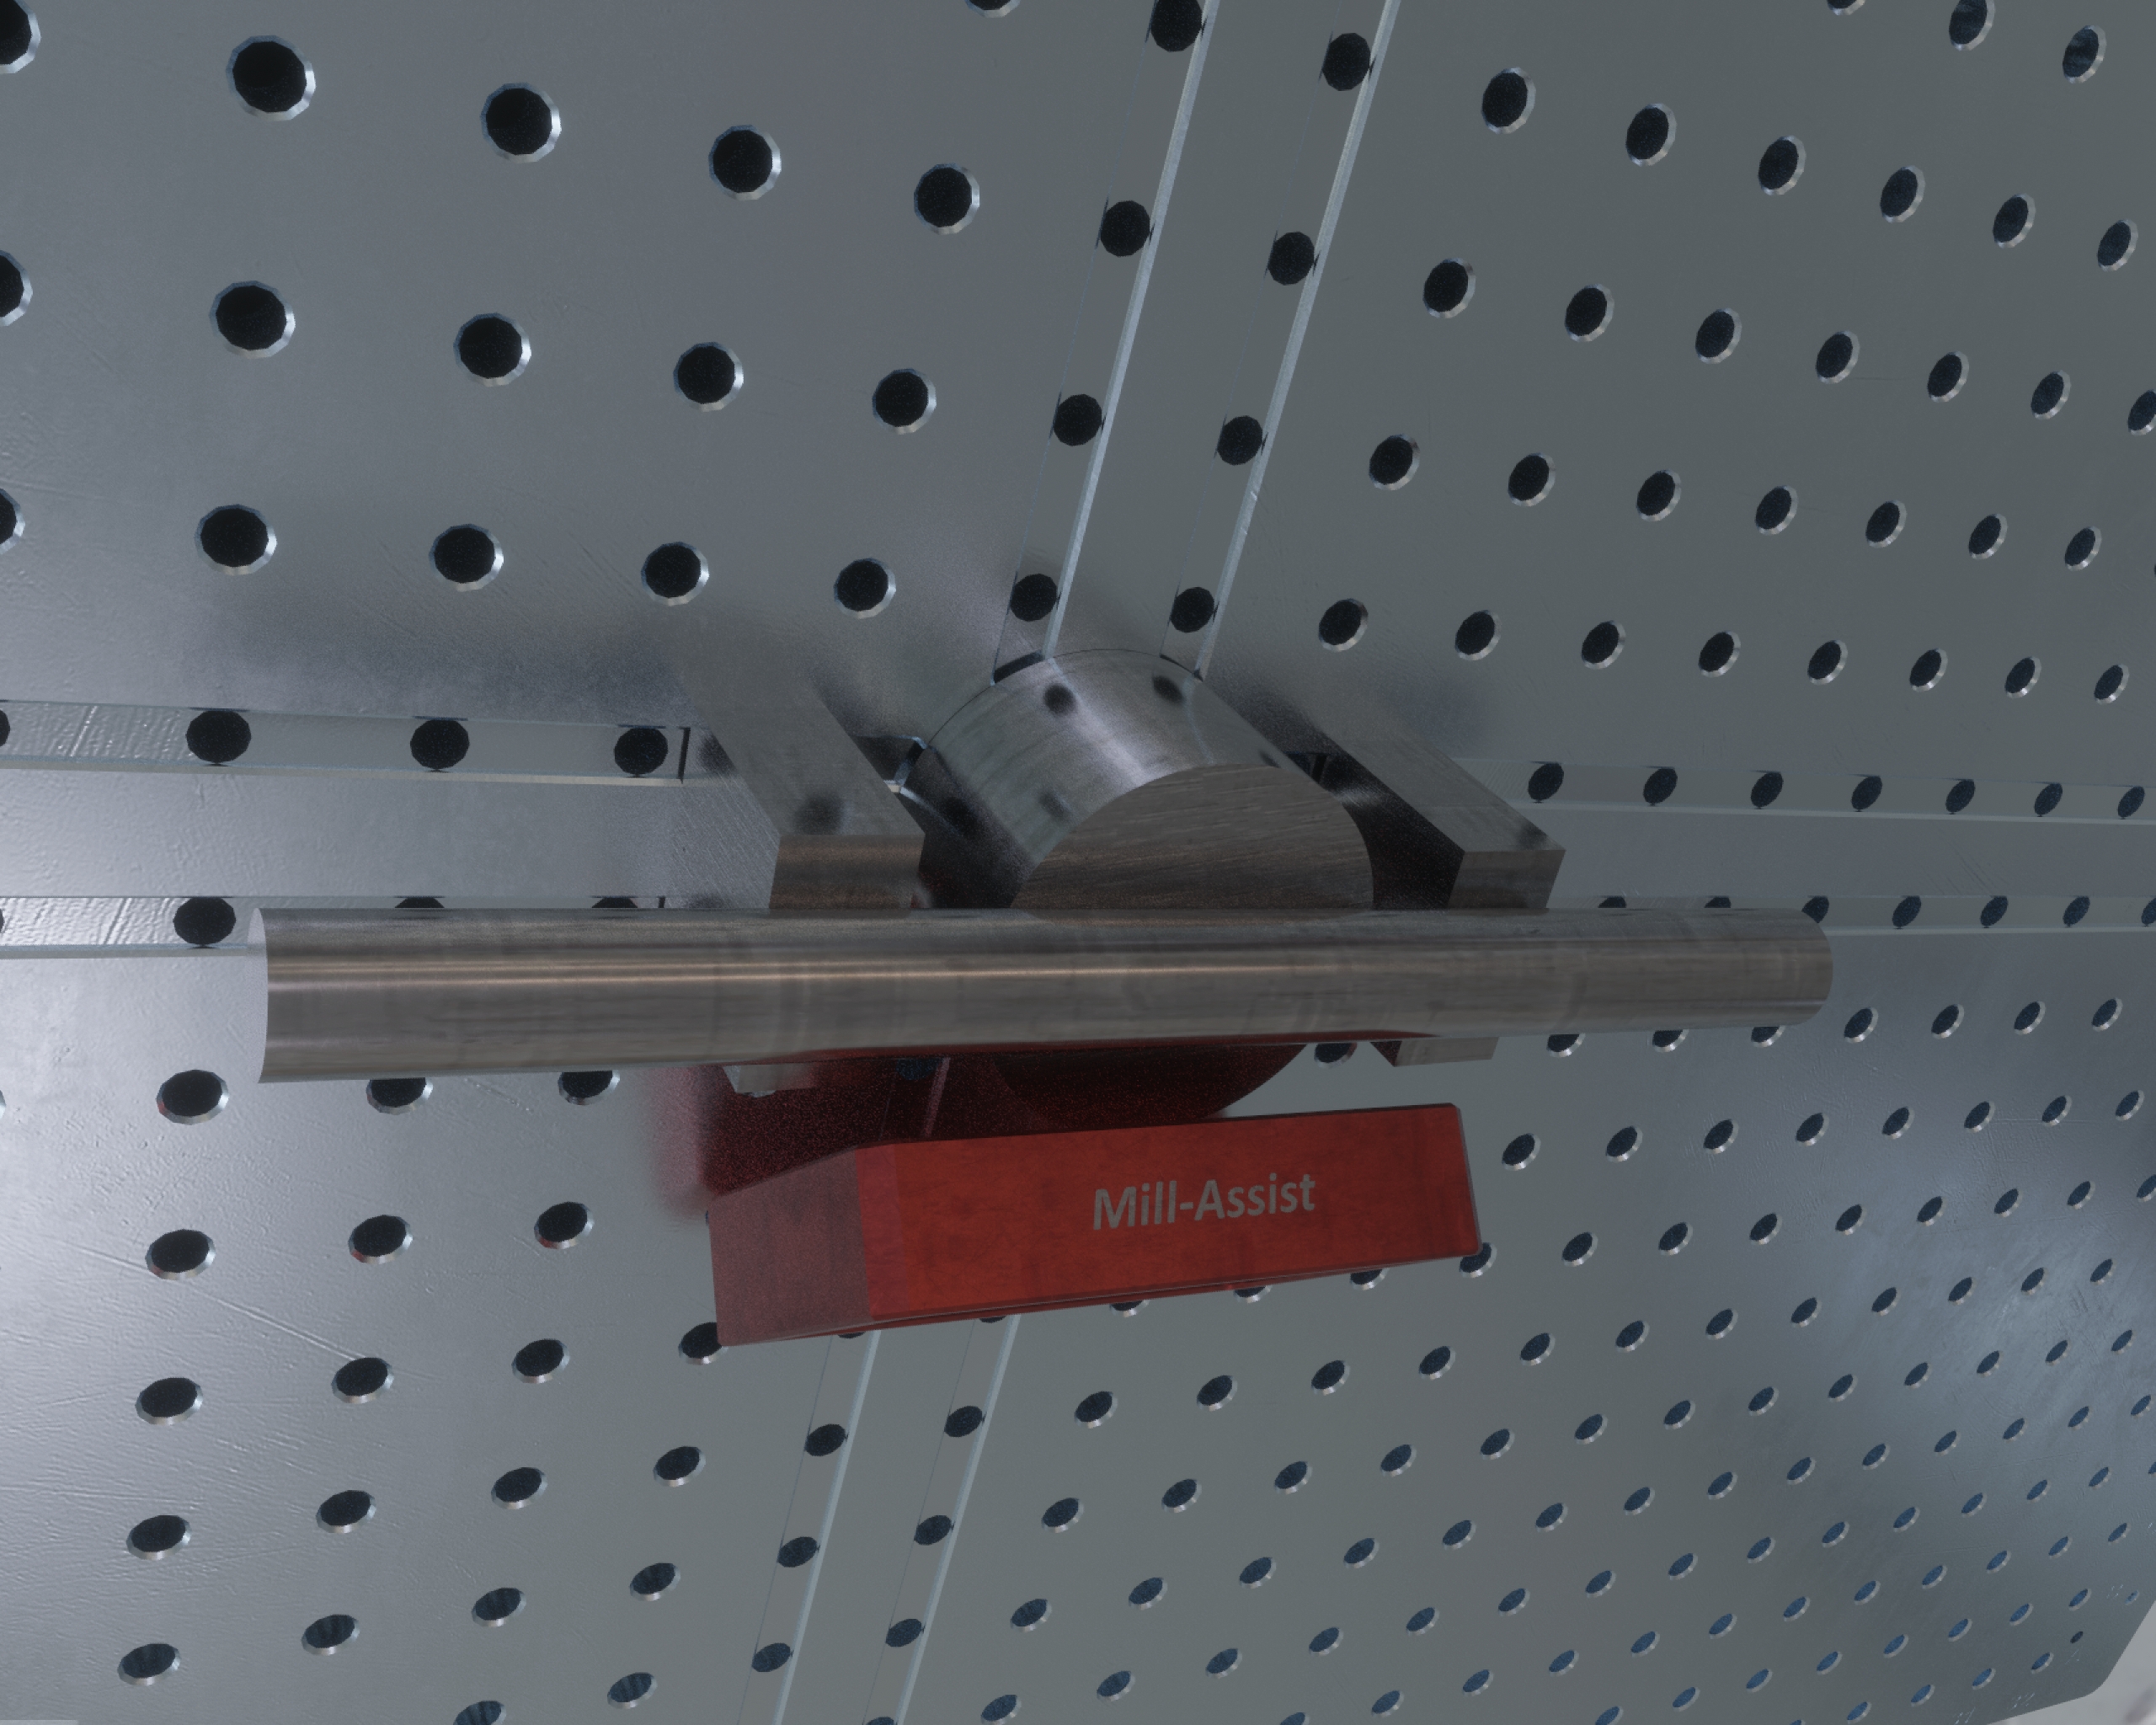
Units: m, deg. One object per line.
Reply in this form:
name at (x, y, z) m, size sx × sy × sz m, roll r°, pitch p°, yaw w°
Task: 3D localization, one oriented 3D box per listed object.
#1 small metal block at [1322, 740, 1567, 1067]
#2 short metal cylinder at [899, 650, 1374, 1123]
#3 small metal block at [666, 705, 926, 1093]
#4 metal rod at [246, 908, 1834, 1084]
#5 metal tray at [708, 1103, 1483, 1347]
small metal block at (0.070, 0.008, 0.438) m, size 0.025 × 0.050 × 0.050 m, roll -1°, pitch 119°, yaw -28°
short metal cylinder at (0.009, 0.005, 0.403) m, size 0.081 × 0.050 × 0.079 m, roll -14°, pitch 124°, yaw -21°
small metal block at (-0.052, 0.005, 0.370) m, size 0.025 × 0.050 × 0.050 m, roll -1°, pitch 119°, yaw -28°
metal rod at (0.016, 0.020, 0.368) m, size 0.303 × 0.025 × 0.025 m, roll 1°, pitch 118°, yaw -28°
metal tray at (0.002, 0.073, 0.418) m, size 0.131 × 0.090 × 0.030 m, roll 0°, pitch 75°, yaw -29°
